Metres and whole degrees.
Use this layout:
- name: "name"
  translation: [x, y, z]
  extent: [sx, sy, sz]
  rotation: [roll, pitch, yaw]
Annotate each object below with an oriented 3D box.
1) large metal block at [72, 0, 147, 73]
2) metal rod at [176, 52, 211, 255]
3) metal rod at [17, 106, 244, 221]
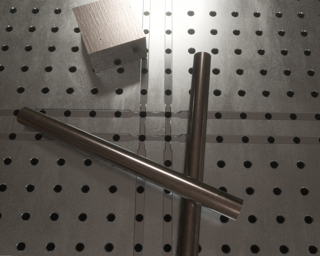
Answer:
- name: "large metal block"
  translation: [-0.071, -0.137, 0.448]
  extent: [0.081, 0.050, 0.080]
  rotation: [-19, 71, -7]
- name: "metal rod"
  translation: [0.045, 0.036, 0.399]
  extent: [0.025, 0.025, 0.299]
  rotation: [6, 70, 2]
- name: "metal rod"
  translation: [-0.047, 0.037, 0.380]
  extent: [0.301, 0.025, 0.025]
  rotation: [22, 71, 14]
